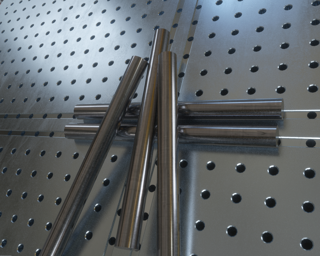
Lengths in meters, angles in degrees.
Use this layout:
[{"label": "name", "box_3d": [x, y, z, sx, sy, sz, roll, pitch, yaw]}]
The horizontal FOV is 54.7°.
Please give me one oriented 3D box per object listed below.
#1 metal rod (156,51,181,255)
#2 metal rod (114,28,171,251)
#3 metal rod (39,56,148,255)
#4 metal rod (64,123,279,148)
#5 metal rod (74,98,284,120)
[{"label": "metal rod", "box_3d": [0.009, 0.043, 0.352, 0.025, 0.025, 0.299, -10, 64, 22]}, {"label": "metal rod", "box_3d": [-0.015, -0.007, 0.388, 0.025, 0.025, 0.299, -6, 59, 25]}, {"label": "metal rod", "box_3d": [-0.085, 0.041, 0.402, 0.025, 0.025, 0.299, 15, 76, 34]}, {"label": "metal rod", "box_3d": [-0.005, 0.007, 0.406, 0.300, 0.025, 0.025, 1, 62, 28]}, {"label": "metal rod", "box_3d": [0.005, -0.023, 0.419, 0.300, 0.025, 0.025, 1, 62, 28]}]
